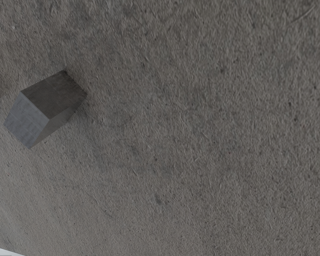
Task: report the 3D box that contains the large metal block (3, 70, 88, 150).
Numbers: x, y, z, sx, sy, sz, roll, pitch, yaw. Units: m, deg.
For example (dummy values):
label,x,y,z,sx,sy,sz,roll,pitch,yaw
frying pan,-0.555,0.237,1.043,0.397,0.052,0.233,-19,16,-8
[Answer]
label,x,y,z,sx,sy,sz,roll,pitch,yaw
large metal block,-0.162,-0.027,0.440,0.050,0.080,0.080,46,129,-4
